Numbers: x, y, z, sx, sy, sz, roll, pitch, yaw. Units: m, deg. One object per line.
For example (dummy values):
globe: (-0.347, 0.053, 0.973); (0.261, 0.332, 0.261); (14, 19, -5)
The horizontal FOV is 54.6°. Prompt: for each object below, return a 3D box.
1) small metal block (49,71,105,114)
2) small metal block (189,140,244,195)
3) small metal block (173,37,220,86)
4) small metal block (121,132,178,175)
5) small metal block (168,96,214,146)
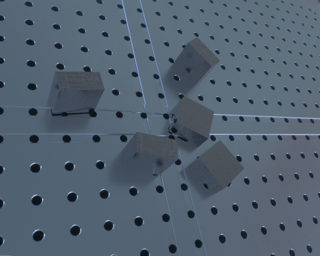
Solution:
small metal block: (-0.099, -0.041, 0.364); (0.050, 0.050, 0.025); (-5, 65, -31)
small metal block: (0.077, 0.052, 0.417); (0.050, 0.025, 0.050); (-33, 80, -38)
small metal block: (0.056, -0.103, 0.485); (0.050, 0.050, 0.025); (47, 51, 5)
small metal block: (-0.013, 0.032, 0.365); (0.050, 0.050, 0.025); (12, 57, -22)
small metal block: (0.045, -0.010, 0.438); (0.050, 0.025, 0.050); (27, 52, -11)
